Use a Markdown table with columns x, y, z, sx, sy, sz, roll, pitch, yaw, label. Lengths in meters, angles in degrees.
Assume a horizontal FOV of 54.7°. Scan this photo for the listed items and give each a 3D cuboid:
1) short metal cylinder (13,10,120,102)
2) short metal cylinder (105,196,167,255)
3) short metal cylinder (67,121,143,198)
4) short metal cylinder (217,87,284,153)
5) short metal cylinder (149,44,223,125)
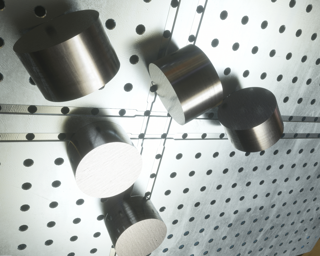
| x | y | z | sx | sy | sz | roll | pitch | yaw | label |
| --- | --- | --- | --- | --- | --- | --- | --- | --- | --- |
| -0.084 | -0.068 | 0.287 | 0.080 | 0.080 | 0.050 | -29 | 128 | -10 | short metal cylinder |
| -0.037 | 0.150 | 0.468 | 0.081 | 0.050 | 0.079 | -14 | 124 | -21 | short metal cylinder |
| -0.068 | 0.038 | 0.381 | 0.081 | 0.050 | 0.079 | -14 | 125 | -21 | short metal cylinder |
| 0.128 | -0.012 | 0.438 | 0.080 | 0.080 | 0.050 | -37 | 129 | -3 | short metal cylinder |
| 0.029 | -0.050 | 0.360 | 0.050 | 0.080 | 0.080 | -29 | 128 | -10 | short metal cylinder |
